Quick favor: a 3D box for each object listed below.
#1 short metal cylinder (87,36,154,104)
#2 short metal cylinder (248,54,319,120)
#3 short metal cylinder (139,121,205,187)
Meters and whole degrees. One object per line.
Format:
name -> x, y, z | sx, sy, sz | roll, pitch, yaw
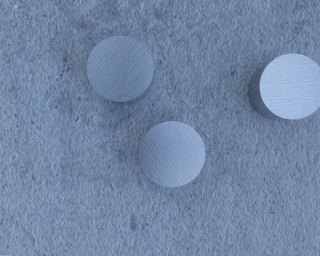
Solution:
short metal cylinder -> -0.048, -0.071, 0.397 | 0.081, 0.050, 0.080 | 0, 90, 0
short metal cylinder -> 0.161, -0.050, 0.398 | 0.081, 0.050, 0.080 | 0, 90, 0
short metal cylinder -> 0.014, 0.031, 0.397 | 0.081, 0.050, 0.080 | 0, 90, 0
